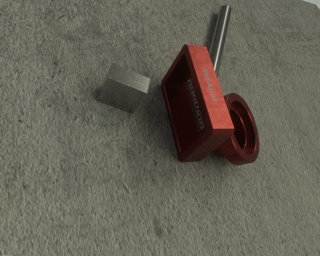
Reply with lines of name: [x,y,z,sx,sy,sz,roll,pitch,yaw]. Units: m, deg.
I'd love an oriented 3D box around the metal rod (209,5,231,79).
metal rod: [0.093,-0.120,0.529,0.025,0.025,0.300,27,52,-12]

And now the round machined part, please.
round machined part: [0.096,0.004,0.429,0.098,0.042,0.098,26,55,-45]

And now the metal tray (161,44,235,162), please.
metal tray: [0.043,-0.031,0.404,0.030,0.090,0.130,0,62,-25]

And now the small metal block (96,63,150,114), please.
small metal block: [-0.047,-0.049,0.393,0.050,0.050,0.025,20,54,-17]
